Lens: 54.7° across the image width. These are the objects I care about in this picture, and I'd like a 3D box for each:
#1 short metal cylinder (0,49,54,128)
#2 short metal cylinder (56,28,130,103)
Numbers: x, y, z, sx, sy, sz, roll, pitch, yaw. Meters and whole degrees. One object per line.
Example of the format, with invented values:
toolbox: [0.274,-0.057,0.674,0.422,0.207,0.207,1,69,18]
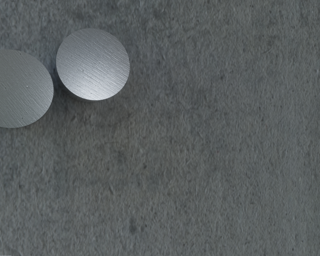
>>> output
short metal cylinder: [-0.159,-0.040,0.337,0.081,0.050,0.079,0,90,-21]
short metal cylinder: [-0.081,-0.071,0.366,0.081,0.050,0.079,0,90,-20]
